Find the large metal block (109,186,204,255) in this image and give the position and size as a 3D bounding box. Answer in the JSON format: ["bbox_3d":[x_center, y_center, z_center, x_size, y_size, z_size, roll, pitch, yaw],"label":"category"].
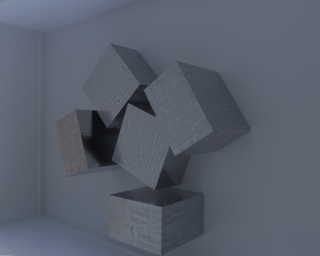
[{"bbox_3d":[-0.004,0.104,0.371,0.080,0.081,0.050,1,91,39],"label":"large metal block"}]

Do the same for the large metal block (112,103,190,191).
[{"bbox_3d":[-0.007,0.021,0.393,0.080,0.050,0.079,28,108,36],"label":"large metal block"}]

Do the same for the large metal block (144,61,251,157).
[{"bbox_3d":[0.041,-0.019,0.333,0.050,0.081,0.080,-38,67,33],"label":"large metal block"}]

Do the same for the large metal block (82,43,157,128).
[{"bbox_3d":[-0.052,-0.056,0.429,0.080,0.050,0.080,-49,61,28],"label":"large metal block"}]

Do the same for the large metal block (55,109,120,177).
[{"bbox_3d":[-0.093,0.021,0.444,0.050,0.081,0.080,-24,75,37],"label":"large metal block"}]
